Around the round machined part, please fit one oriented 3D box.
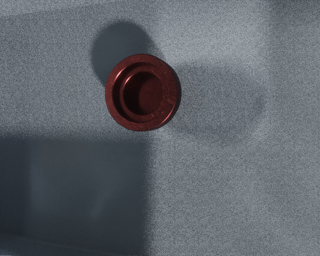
[{"bbox_3d":[-0.019,-0.044,0.407,0.098,0.042,0.097,0,90,19],"label":"round machined part"}]
